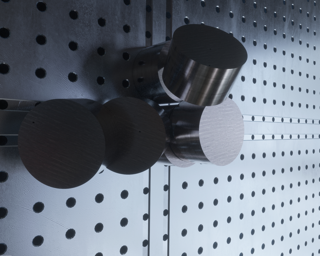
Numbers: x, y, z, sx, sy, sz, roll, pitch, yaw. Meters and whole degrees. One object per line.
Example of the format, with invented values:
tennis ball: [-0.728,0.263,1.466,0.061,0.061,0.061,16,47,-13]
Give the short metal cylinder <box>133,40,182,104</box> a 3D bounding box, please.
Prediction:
short metal cylinder: [0.012,-0.071,0.402,0.081,0.050,0.079,0,90,-40]

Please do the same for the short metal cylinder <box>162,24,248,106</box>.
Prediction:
short metal cylinder: [0.047,-0.070,0.338,0.081,0.080,0.050,-30,152,-36]

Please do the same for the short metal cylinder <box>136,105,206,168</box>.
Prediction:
short metal cylinder: [0.016,0.009,0.405,0.081,0.050,0.079,0,90,-40]

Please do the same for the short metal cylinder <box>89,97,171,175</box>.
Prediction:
short metal cylinder: [-0.030,0.006,0.338,0.050,0.080,0.079,-33,118,-80]

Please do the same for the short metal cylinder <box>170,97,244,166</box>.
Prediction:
short metal cylinder: [0.056,0.003,0.372,0.081,0.050,0.079,0,90,-40]

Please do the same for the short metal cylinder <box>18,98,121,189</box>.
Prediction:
short metal cylinder: [-0.083,0.012,0.295,0.050,0.080,0.079,-37,122,-81]
